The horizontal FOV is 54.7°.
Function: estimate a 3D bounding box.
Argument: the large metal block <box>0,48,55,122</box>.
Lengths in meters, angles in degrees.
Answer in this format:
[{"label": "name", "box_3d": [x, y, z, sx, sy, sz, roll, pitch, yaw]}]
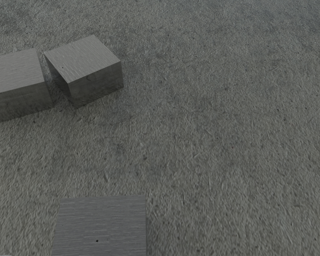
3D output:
[{"label": "large metal block", "box_3d": [-0.203, -0.061, 0.437, 0.081, 0.050, 0.080, -18, 52, -15]}]

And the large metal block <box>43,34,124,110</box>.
[{"label": "large metal block", "box_3d": [-0.111, -0.085, 0.457, 0.081, 0.050, 0.080, -29, 56, -22]}]

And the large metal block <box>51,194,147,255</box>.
[{"label": "large metal block", "box_3d": [-0.053, 0.112, 0.292, 0.081, 0.050, 0.080, -2, 50, -2]}]
